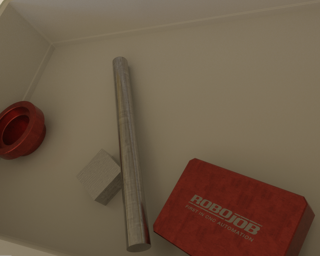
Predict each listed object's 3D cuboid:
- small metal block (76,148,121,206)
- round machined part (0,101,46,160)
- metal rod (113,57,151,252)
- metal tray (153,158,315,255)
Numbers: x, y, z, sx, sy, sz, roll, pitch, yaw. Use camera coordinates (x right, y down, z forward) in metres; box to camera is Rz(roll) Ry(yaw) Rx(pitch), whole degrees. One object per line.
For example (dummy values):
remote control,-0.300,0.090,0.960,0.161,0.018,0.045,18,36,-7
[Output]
small metal block,-0.073,0.063,0.404,0.050,0.025,0.050,-47,52,-5
round machined part,-0.228,0.008,0.507,0.098,0.042,0.098,-13,56,20
metal rod,-0.043,0.008,0.408,0.025,0.025,0.300,-23,49,14
metal tray,0.064,0.090,0.299,0.130,0.030,0.090,17,69,45
